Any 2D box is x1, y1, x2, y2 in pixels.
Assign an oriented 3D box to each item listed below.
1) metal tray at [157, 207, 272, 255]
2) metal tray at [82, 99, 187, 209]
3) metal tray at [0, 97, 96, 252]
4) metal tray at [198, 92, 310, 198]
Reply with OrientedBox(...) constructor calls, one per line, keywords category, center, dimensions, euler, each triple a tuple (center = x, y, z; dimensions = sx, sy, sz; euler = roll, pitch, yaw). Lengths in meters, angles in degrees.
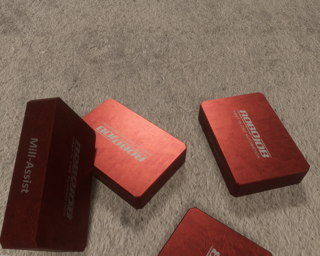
OrientedBox(category="metal tray", center=(0.033, 0.148, 0.276), dimensions=(0.090, 0.030, 0.131), euler=(28, 55, 21))
OrientedBox(category="metal tray", center=(-0.045, 0.025, 0.378), dimensions=(0.130, 0.030, 0.090), euler=(32, 57, 23))
OrientedBox(category="metal tray", center=(-0.098, 0.047, 0.296), dimensions=(0.030, 0.090, 0.130), euler=(-5, 65, 11))
OrientedBox(category="metal tray", center=(0.111, 0.015, 0.389), dimensions=(0.091, 0.030, 0.130), euler=(-10, 51, -9))
